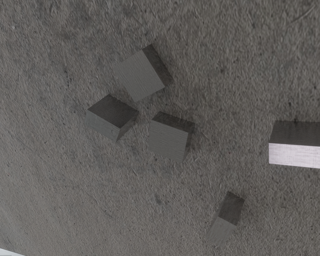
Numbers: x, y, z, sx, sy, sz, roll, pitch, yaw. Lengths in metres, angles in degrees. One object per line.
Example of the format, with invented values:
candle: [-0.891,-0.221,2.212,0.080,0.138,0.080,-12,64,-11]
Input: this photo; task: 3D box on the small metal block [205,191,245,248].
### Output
small metal block: [0.089,0.123,0.420,0.025,0.050,0.050,26,128,12]

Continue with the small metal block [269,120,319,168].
small metal block: [0.144,0.015,0.324,0.050,0.050,0.025,3,120,26]

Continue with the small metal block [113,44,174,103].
small metal block: [-0.021,-0.066,0.377,0.050,0.025,0.050,-23,106,36]

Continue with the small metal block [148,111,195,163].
small metal block: [0.014,0.012,0.407,0.050,0.025,0.050,20,126,16]

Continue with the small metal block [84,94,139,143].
small metal block: [-0.064,-0.014,0.416,0.050,0.050,0.025,30,128,9]
